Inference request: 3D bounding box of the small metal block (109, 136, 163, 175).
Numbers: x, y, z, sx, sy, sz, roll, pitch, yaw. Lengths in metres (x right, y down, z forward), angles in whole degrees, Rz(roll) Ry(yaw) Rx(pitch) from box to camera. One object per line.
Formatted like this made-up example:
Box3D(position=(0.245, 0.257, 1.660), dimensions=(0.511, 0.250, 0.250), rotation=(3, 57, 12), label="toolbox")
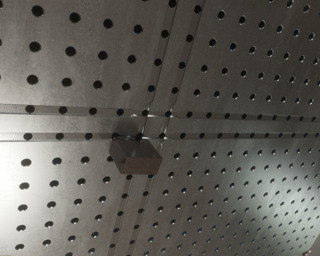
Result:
Box3D(position=(-0.032, 0.035, 0.401), dimensions=(0.050, 0.050, 0.025), rotation=(6, 115, -32), label="small metal block")
